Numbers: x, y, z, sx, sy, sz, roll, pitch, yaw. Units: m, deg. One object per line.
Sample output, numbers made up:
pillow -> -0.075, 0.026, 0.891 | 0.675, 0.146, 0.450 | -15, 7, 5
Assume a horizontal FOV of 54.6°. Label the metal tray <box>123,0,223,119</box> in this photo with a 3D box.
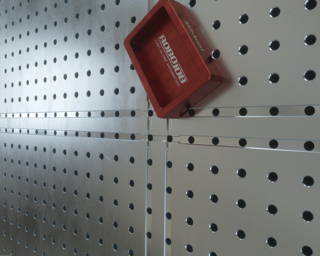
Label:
metal tray -> 0.012, -0.088, 0.397 | 0.090, 0.030, 0.130 | -38, 67, 33
